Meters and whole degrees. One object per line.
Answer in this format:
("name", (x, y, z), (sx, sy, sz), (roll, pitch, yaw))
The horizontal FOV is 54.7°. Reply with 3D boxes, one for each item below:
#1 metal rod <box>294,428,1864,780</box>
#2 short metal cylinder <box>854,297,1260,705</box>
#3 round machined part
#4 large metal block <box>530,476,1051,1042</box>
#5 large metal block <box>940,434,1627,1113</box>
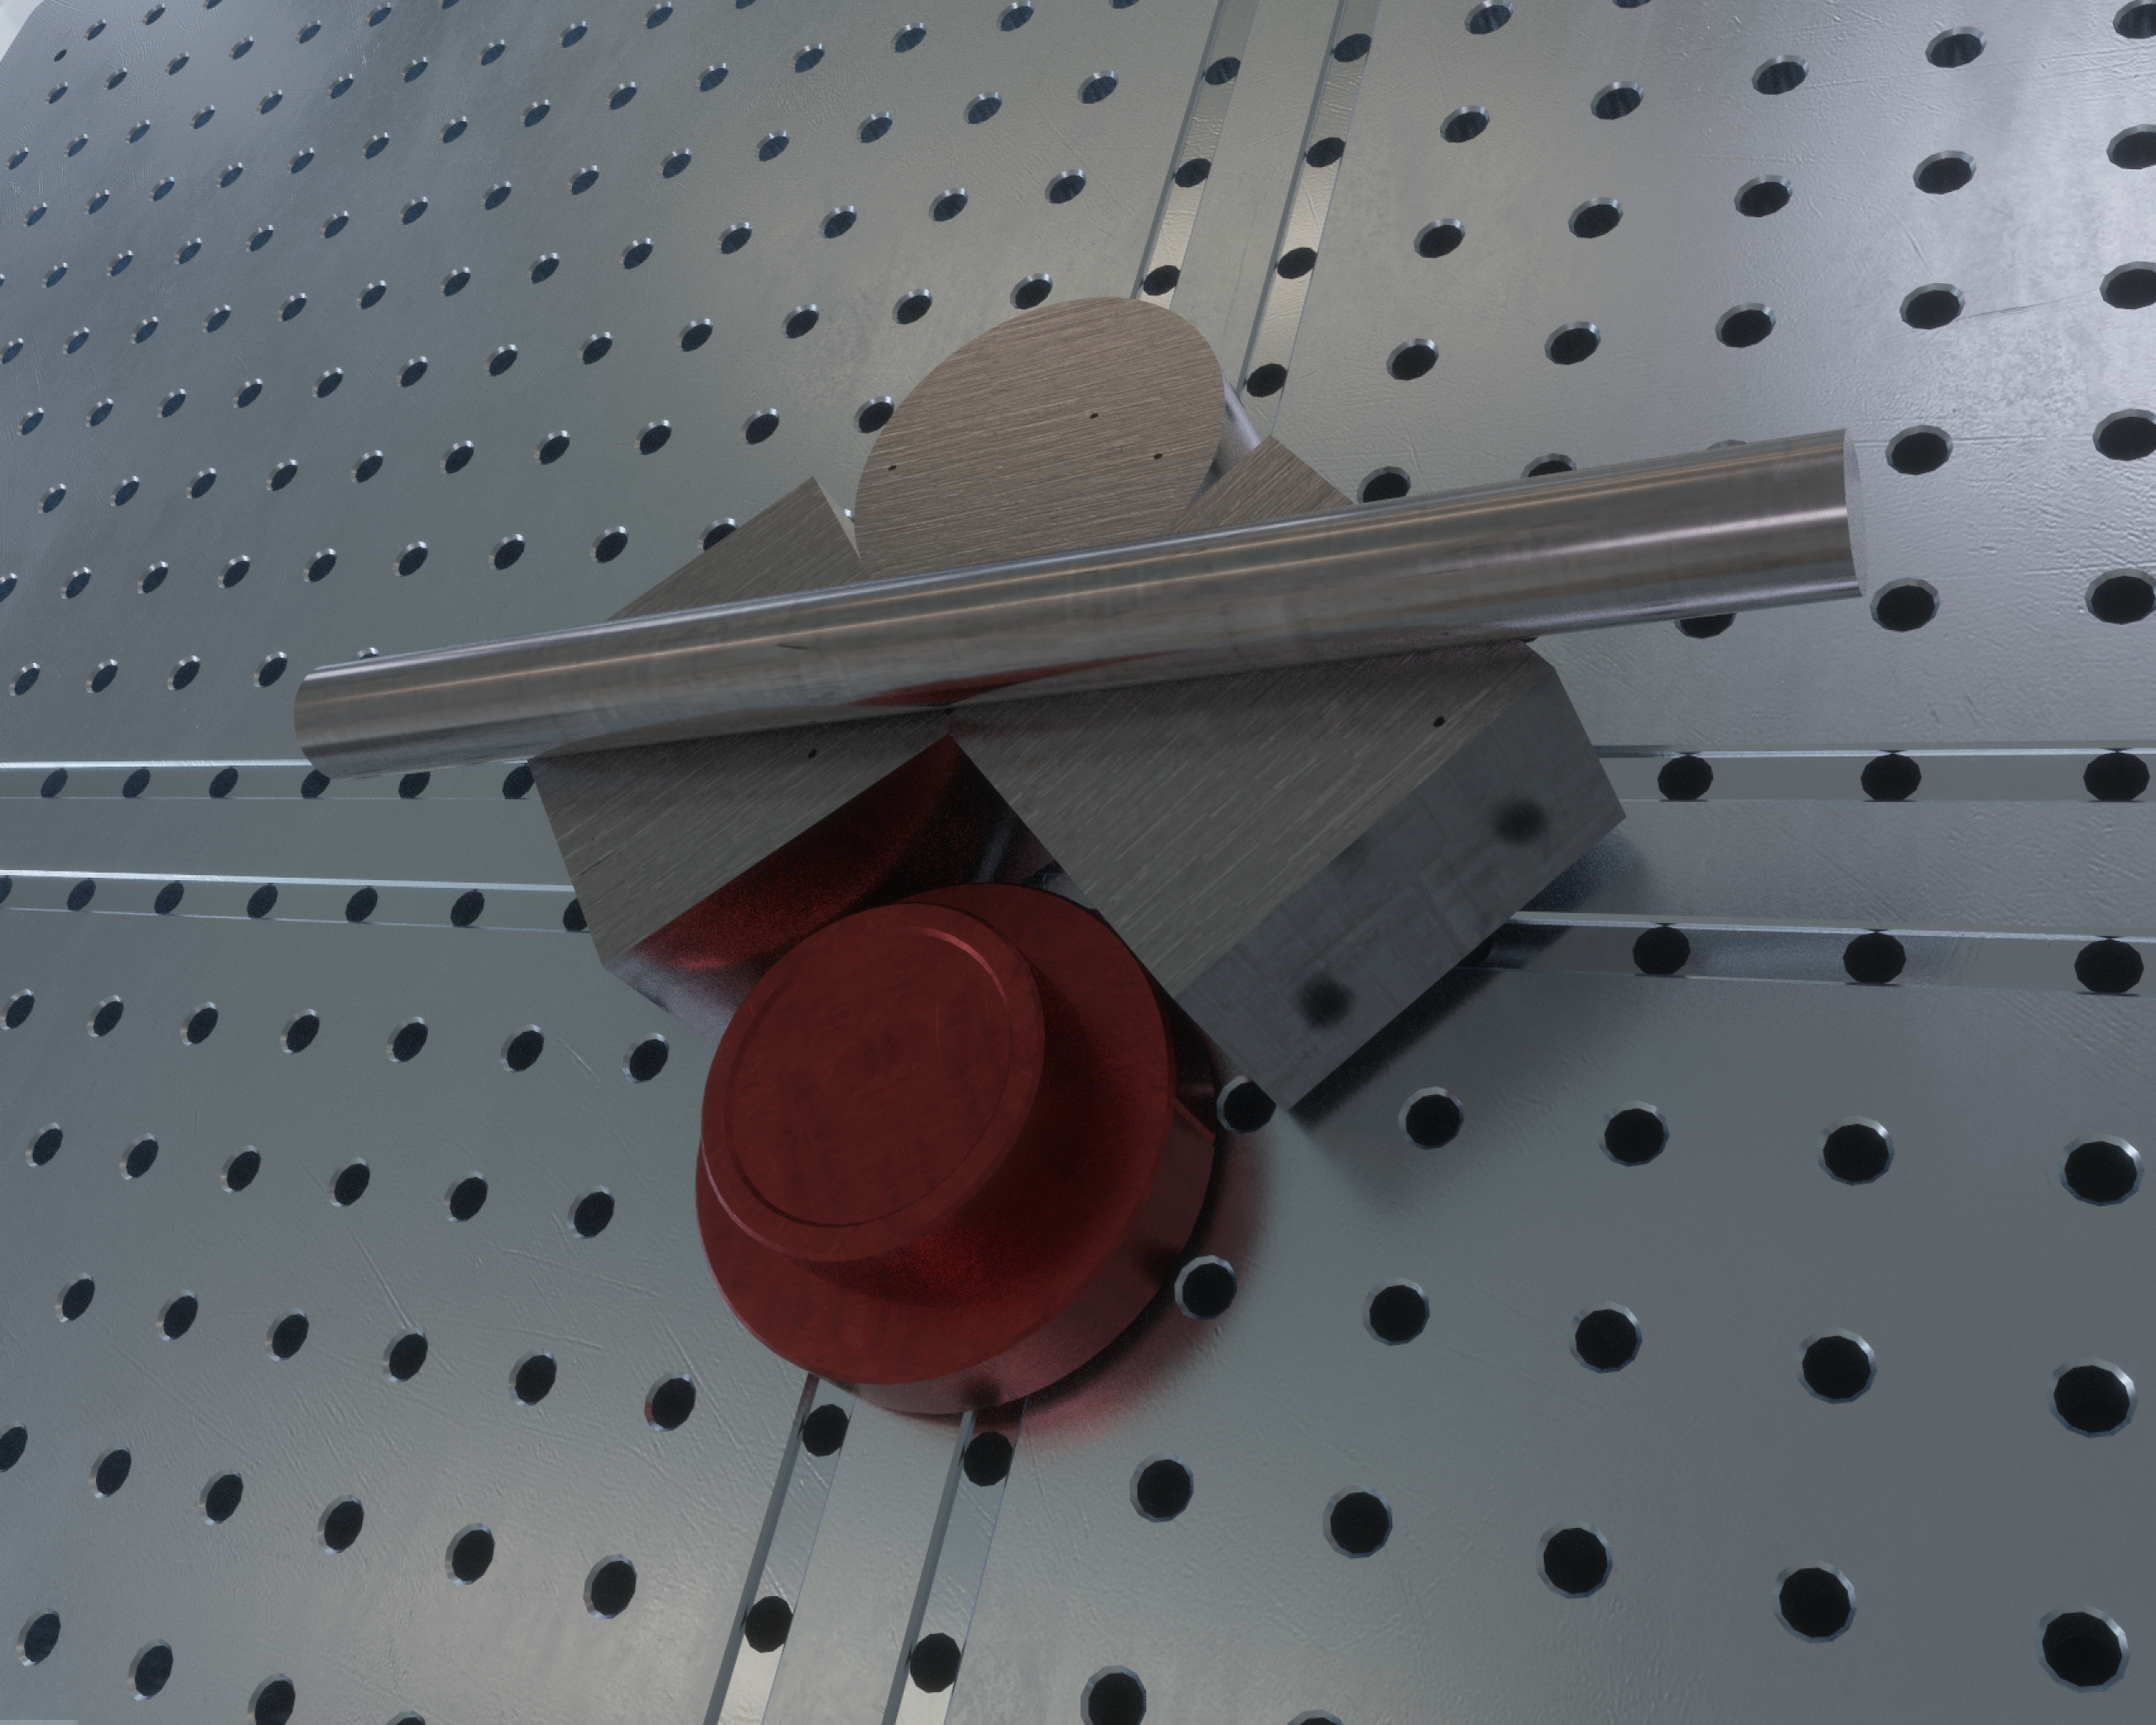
("metal rod", (-0.020, -0.040, 0.372), (0.300, 0.025, 0.025), (-5, 60, 26))
("short metal cylinder", (0.002, -0.068, 0.428), (0.080, 0.050, 0.080), (-13, 56, 21))
("round machined part", (-0.028, 0.046, 0.379), (0.098, 0.042, 0.098), (-13, 56, 21))
("large metal block", (-0.062, -0.019, 0.431), (0.080, 0.050, 0.080), (-34, 53, 5))
("large metal block", (0.036, -0.017, 0.375), (0.080, 0.050, 0.080), (-41, 51, 1))
